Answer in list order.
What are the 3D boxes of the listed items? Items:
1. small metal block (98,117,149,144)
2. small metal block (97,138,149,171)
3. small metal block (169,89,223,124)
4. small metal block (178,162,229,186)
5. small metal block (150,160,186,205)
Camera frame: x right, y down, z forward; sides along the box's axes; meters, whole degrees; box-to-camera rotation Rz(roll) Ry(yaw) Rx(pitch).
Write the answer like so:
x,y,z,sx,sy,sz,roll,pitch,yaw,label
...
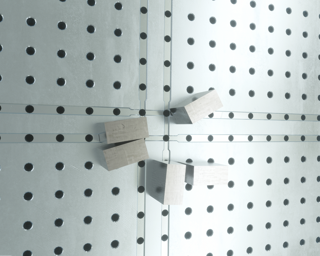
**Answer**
x,y,z,sx,sy,sz,roll,pitch,yaw,label
-0.047,0.002,0.383,0.050,0.050,0.025,-9,93,-20,small metal block
-0.047,0.030,0.383,0.050,0.050,0.025,-17,96,-20,small metal block
0.048,-0.028,0.418,0.050,0.050,0.025,-30,100,-18,small metal block
0.057,0.061,0.422,0.050,0.050,0.025,2,90,-20,small metal block
0.010,0.070,0.404,0.025,0.050,0.050,6,88,-20,small metal block
